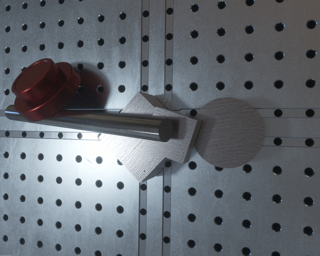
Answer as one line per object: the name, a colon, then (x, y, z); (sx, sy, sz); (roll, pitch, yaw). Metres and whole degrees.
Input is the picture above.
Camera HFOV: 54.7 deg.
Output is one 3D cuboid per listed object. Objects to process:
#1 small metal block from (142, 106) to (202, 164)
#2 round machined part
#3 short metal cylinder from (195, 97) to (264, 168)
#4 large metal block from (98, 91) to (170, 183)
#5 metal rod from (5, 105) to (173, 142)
small metal block: (0.014, 0.007, 0.351); (0.050, 0.025, 0.050); (20, 96, 18)
round machined part: (-0.164, -0.059, 0.431); (0.098, 0.042, 0.098); (-18, 44, 19)
short metal cylinder: (0.083, 0.005, 0.370); (0.080, 0.050, 0.079); (0, 90, 19)
large metal block: (-0.017, 0.011, 0.402); (0.080, 0.050, 0.080); (45, 104, 14)
metal rod: (-0.114, -0.011, 0.405); (0.300, 0.025, 0.025); (6, 92, 36)
